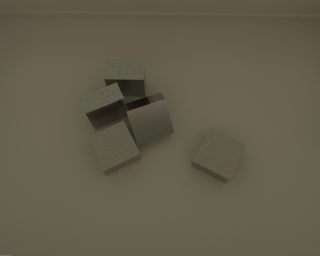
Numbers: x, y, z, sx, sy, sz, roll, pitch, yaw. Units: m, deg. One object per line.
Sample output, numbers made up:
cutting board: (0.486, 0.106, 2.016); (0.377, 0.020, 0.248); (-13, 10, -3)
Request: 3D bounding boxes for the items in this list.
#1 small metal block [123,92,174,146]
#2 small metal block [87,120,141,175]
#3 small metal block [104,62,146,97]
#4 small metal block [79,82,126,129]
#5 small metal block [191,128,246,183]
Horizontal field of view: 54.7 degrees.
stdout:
small metal block: (-0.014, -0.012, 0.399); (0.050, 0.050, 0.025); (-19, 28, -7)
small metal block: (-0.058, 0.026, 0.400); (0.050, 0.025, 0.050); (-25, 72, -9)
small metal block: (-0.045, -0.065, 0.420); (0.050, 0.050, 0.025); (1, 70, 0)
small metal block: (-0.072, -0.028, 0.405); (0.050, 0.050, 0.025); (-23, 69, -8)
small metal block: (0.074, 0.035, 0.397); (0.050, 0.025, 0.050); (27, 72, 9)
